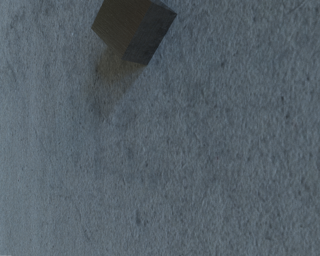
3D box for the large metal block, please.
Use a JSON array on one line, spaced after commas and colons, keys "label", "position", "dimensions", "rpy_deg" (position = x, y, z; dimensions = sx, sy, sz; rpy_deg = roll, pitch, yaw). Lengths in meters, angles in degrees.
[{"label": "large metal block", "position": [-0.037, -0.144, 0.417], "dimensions": [0.080, 0.050, 0.080], "rpy_deg": [48, 118, 29]}]
